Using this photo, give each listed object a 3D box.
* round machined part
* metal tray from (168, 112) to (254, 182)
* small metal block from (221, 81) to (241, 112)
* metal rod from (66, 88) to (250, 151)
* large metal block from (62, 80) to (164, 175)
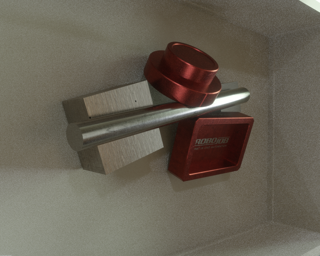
[{"bbox_3d":[0.033,-0.072,0.384,0.099,0.098,0.042,-6,135,-40],"label":"round machined part"},{"bbox_3d":[0.077,0.023,0.450,0.131,0.030,0.089,-2,111,-41],"label":"metal tray"},{"bbox_3d":[0.101,-0.046,0.491,0.050,0.025,0.050,-15,100,-39],"label":"small metal block"},{"bbox_3d":[0.028,-0.022,0.372,0.302,0.025,0.025,-16,101,-46],"label":"metal rod"},{"bbox_3d":[-0.051,-0.003,0.346,0.081,0.050,0.079,-23,105,-38],"label":"large metal block"}]
